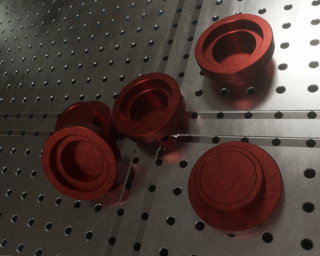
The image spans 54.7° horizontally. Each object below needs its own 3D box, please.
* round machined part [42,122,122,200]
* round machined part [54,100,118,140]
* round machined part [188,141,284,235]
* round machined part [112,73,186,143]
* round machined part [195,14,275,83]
[{"bbox_3d":[-0.096,0.039,0.400,0.098,0.098,0.042,-21,10,15],"label":"round machined part"},{"bbox_3d":[-0.114,0.000,0.455,0.098,0.042,0.098,-13,56,20],"label":"round machined part"},{"bbox_3d":[0.075,0.057,0.322,0.098,0.042,0.098,-13,56,20],"label":"round machined part"},{"bbox_3d":[-0.011,-0.023,0.416,0.098,0.042,0.098,-13,56,20],"label":"round machined part"},{"bbox_3d":[0.099,-0.098,0.405,0.098,0.042,0.098,-13,56,20],"label":"round machined part"}]
